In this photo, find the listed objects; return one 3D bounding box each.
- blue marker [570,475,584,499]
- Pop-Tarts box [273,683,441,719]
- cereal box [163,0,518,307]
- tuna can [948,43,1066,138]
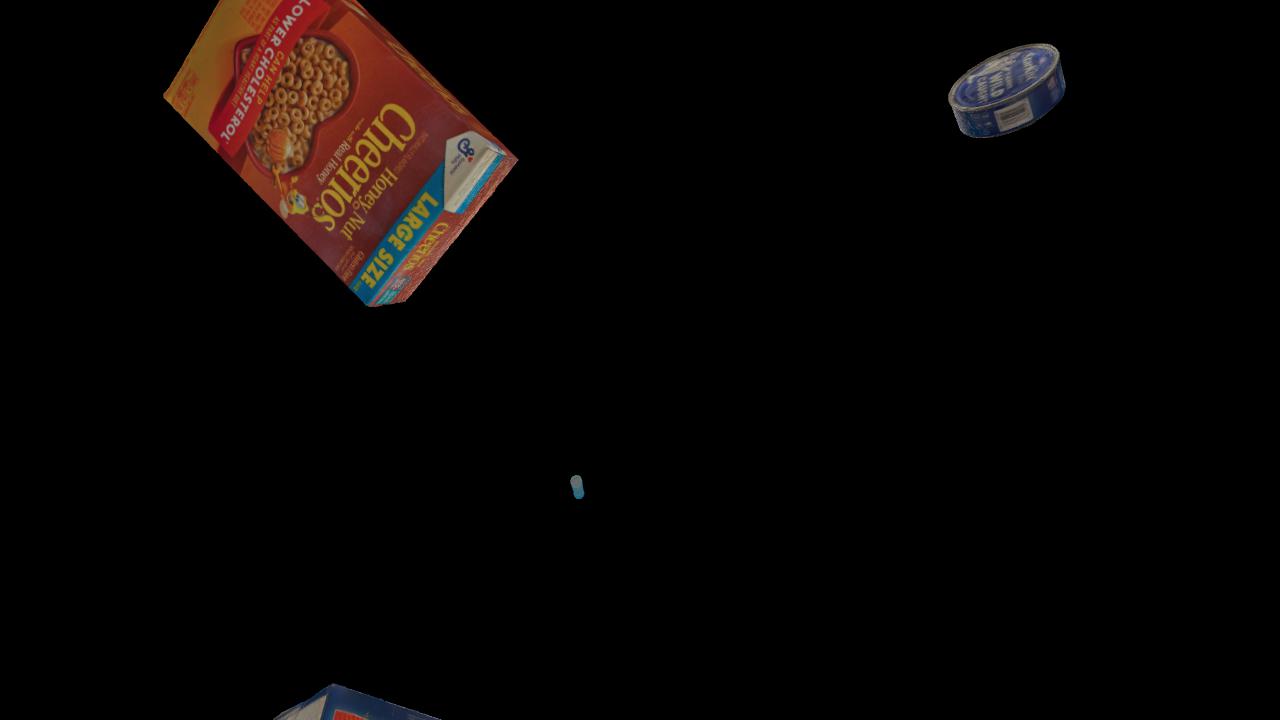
[{"bbox_3d":[-0.103,0.212,1.021,0.020,0.020,0.121,0,-22,-3],"label":"blue marker"},{"bbox_3d":[-0.218,0.367,0.492,0.083,0.141,0.167,-36,-56,17],"label":"Pop-Tarts box"},{"bbox_3d":[-0.298,-0.230,0.614,0.203,0.306,0.081,-45,-3,15],"label":"cereal box"},{"bbox_3d":[0.316,-0.231,0.531,0.084,0.084,0.034,0,-39,48],"label":"tuna can"}]
